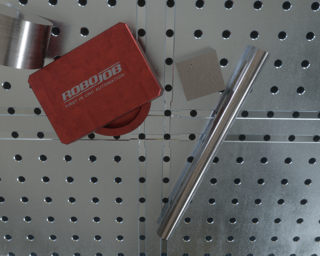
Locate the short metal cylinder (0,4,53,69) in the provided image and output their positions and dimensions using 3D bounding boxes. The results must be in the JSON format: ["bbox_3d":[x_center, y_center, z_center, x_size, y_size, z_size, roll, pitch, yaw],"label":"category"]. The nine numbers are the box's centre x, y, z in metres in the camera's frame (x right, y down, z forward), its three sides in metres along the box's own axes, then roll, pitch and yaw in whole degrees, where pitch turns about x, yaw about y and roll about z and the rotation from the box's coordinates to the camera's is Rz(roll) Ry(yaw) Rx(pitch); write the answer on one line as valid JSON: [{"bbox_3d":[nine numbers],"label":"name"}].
[{"bbox_3d":[-0.166,-0.103,0.344,0.080,0.080,0.050,18,109,-7],"label":"short metal cylinder"}]

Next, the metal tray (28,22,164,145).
[{"bbox_3d":[-0.073,-0.049,0.358,0.130,0.030,0.090,-28,92,9],"label":"metal tray"}]

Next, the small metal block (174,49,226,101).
[{"bbox_3d":[0.050,-0.067,0.389,0.050,0.025,0.050,-17,110,6],"label":"small metal block"}]

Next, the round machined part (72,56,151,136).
[{"bbox_3d":[-0.060,-0.042,0.388,0.099,0.042,0.097,0,110,-1],"label":"round machined part"}]

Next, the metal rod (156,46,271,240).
[{"bbox_3d":[0.065,0.033,0.426,0.025,0.025,0.298,22,108,-8],"label":"metal rod"}]
